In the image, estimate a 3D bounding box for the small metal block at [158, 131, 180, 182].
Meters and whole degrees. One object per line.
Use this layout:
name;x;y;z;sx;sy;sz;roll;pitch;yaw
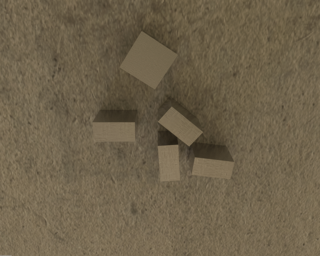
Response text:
small metal block;0.011;0.036;0.410;0.025;0.050;0.050;-4;110;1

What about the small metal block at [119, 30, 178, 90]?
small metal block;-0.014;-0.084;0.379;0.050;0.025;0.050;31;107;-11

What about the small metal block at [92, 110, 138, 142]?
small metal block;-0.055;-0.004;0.394;0.050;0.050;0.025;0;110;-1

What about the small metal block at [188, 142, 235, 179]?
small metal block;0.066;0.042;0.413;0.050;0.050;0.025;7;110;-3

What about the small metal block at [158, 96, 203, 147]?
small metal block;0.025;-0.010;0.393;0.050;0.050;0.025;38;106;-13
